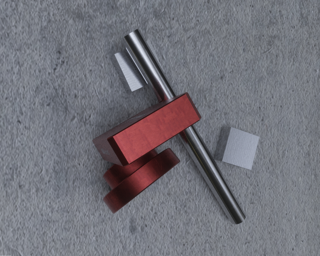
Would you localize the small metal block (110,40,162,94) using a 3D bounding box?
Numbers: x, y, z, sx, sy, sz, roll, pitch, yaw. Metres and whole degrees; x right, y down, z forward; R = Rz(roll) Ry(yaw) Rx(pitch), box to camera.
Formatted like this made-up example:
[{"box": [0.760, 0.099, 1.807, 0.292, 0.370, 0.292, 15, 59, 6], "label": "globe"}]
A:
[{"box": [-0.028, -0.078, 0.399, 0.050, 0.025, 0.050, -27, 99, -18], "label": "small metal block"}]

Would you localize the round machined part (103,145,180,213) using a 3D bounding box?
[{"box": [-0.027, 0.053, 0.365, 0.098, 0.098, 0.042, -36, 82, -17], "label": "round machined part"}]

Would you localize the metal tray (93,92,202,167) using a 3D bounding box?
[{"box": [-0.022, 0.003, 0.345, 0.091, 0.130, 0.030, -31, 97, -17], "label": "metal tray"}]

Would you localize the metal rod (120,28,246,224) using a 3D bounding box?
[{"box": [0.039, 0.011, 0.407, 0.025, 0.025, 0.299, -37, 109, -16], "label": "metal rod"}]

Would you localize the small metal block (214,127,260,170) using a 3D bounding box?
[{"box": [0.111, 0.029, 0.452, 0.050, 0.025, 0.050, 18, 84, -20], "label": "small metal block"}]
